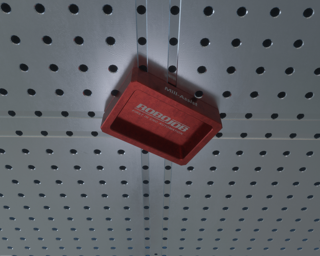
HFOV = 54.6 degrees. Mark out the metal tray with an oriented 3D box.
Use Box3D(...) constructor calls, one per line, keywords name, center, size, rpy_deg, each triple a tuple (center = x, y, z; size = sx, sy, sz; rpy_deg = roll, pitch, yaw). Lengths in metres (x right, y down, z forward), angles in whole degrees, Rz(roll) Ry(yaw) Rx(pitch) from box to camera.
Box3D(name="metal tray", center=(0.002, -0.009, 0.400), size=(0.131, 0.030, 0.090), rpy_deg=(25, 126, -20))
